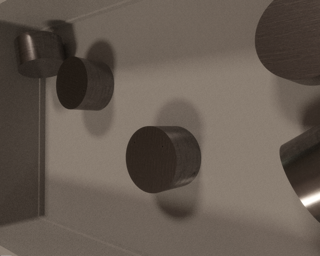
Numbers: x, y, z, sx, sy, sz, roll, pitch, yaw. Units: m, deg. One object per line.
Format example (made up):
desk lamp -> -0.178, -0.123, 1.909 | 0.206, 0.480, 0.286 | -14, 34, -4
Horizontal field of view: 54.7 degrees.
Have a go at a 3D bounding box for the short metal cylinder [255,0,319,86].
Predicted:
short metal cylinder -> 0.134, -0.080, 0.279 | 0.080, 0.050, 0.079 | 0, 90, 39

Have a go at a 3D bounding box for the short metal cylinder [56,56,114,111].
short metal cylinder -> -0.118, -0.068, 0.485 | 0.080, 0.050, 0.079 | 0, 90, 39

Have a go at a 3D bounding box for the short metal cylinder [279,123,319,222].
short metal cylinder -> 0.144, 0.035, 0.251 | 0.050, 0.081, 0.080 | -39, 66, 33

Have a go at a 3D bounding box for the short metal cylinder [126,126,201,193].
short metal cylinder -> 0.004, 0.037, 0.386 | 0.080, 0.050, 0.079 | 0, 90, 39

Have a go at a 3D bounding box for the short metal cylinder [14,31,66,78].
short metal cylinder -> -0.207, -0.126, 0.538 | 0.080, 0.081, 0.050 | -22, 77, 37
